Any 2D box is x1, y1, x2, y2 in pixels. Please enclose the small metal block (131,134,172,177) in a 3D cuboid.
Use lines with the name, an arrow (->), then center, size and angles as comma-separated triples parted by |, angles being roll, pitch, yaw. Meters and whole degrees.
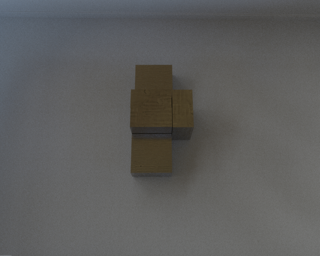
small metal block -> -0.010, 0.035, 0.395 | 0.050, 0.025, 0.050 | 0, 70, 0

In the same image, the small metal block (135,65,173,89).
small metal block -> -0.008, -0.059, 0.429 | 0.050, 0.025, 0.050 | 0, 70, 0

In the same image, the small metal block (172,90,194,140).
small metal block -> 0.028, -0.016, 0.400 | 0.025, 0.050, 0.050 | 0, 70, 0

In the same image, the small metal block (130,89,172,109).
small metal block -> -0.011, -0.028, 0.405 | 0.050, 0.050, 0.025 | 0, 70, 0

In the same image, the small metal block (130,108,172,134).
small metal block -> -0.011, -0.005, 0.396 | 0.050, 0.050, 0.025 | 0, 70, 0
